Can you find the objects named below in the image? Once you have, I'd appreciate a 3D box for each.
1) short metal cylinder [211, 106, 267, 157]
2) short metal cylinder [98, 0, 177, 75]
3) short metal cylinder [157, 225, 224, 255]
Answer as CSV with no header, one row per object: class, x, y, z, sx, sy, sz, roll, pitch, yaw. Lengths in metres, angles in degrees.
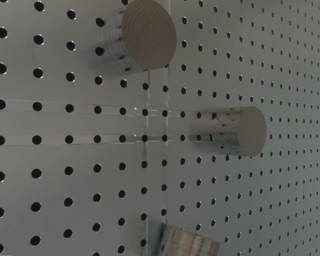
short metal cylinder,0.130,0.005,0.505,0.081,0.050,0.079,0,90,-40
short metal cylinder,-0.026,-0.107,0.372,0.081,0.050,0.079,0,90,-40
short metal cylinder,0.039,0.165,0.409,0.080,0.080,0.050,29,72,-37
